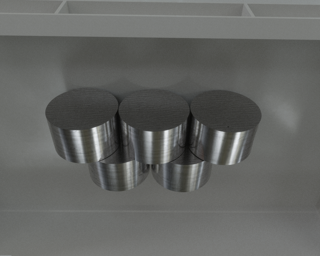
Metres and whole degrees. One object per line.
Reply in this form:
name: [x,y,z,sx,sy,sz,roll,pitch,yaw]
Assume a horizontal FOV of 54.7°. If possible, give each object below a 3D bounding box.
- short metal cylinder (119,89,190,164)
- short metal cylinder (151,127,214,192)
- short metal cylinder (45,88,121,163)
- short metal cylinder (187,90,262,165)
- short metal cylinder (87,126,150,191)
short metal cylinder: [-0.007,-0.003,0.368,0.081,0.080,0.050,1,130,-1]
short metal cylinder: [0.029,0.036,0.401,0.081,0.080,0.050,1,130,-1]
short metal cylinder: [-0.088,-0.004,0.366,0.081,0.080,0.050,1,130,-1]
short metal cylinder: [0.074,-0.002,0.369,0.081,0.080,0.050,1,130,-1]
short metal cylinder: [-0.053,0.034,0.399,0.081,0.080,0.050,1,130,-1]
